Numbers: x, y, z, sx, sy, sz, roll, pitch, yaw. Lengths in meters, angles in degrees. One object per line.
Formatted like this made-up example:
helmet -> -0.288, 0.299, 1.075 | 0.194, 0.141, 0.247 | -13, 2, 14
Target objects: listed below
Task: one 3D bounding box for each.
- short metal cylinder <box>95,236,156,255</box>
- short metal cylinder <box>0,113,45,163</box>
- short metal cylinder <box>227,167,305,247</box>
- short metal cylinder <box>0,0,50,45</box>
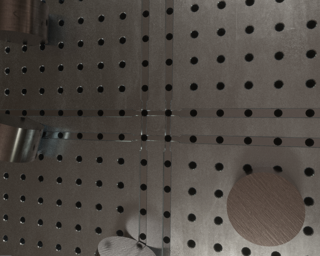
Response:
short metal cylinder -> -0.048, 0.185, 0.399 | 0.080, 0.080, 0.050 | 21, 97, 18
short metal cylinder -> -0.219, 0.013, 0.459 | 0.080, 0.080, 0.050 | 20, 97, 18
short metal cylinder -> 0.121, 0.087, 0.357 | 0.080, 0.050, 0.079 | 0, 90, 19
short metal cylinder -> -0.206, -0.157, 0.454 | 0.080, 0.080, 0.050 | 3, 91, 19
